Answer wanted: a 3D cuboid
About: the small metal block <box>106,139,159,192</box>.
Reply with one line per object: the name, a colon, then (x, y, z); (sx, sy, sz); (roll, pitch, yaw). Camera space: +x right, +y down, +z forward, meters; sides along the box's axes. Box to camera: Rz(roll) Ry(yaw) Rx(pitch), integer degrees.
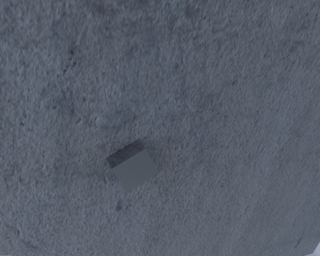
small metal block: (-0.037, 0.051, 0.417); (0.050, 0.025, 0.050); (-31, 129, -8)
